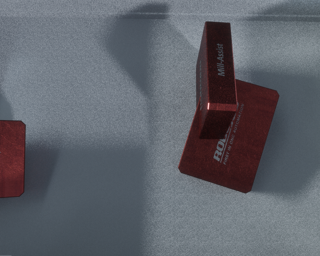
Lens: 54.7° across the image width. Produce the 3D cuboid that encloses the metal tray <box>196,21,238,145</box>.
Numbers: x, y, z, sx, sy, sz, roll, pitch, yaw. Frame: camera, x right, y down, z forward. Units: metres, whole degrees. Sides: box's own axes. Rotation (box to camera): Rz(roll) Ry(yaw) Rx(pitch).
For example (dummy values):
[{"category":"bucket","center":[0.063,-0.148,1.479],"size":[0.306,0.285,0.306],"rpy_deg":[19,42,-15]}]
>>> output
[{"category":"metal tray","center":[0.066,-0.055,0.384],"size":[0.030,0.090,0.130],"rpy_deg":[4,60,0]}]

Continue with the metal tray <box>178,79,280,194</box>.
[{"category":"metal tray","center":[0.084,0.006,0.388],"size":[0.090,0.030,0.129],"rpy_deg":[17,87,5]}]

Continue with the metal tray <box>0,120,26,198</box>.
[{"category":"metal tray","center":[-0.225,0.035,0.351],"size":[0.131,0.030,0.089],"rpy_deg":[1,88,-25]}]
